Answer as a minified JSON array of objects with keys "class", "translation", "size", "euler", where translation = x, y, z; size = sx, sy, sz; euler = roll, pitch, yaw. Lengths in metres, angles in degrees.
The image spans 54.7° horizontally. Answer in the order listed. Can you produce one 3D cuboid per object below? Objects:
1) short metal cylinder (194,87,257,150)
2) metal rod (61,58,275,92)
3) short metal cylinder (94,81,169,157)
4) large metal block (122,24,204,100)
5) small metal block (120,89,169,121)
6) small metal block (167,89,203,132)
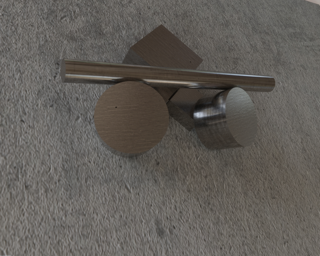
[{"class":"short metal cylinder","translation":[0.091,-0.011,0.427],"size":[0.081,0.050,0.080],"euler":[13,72,-44]},{"class":"metal rod","translation":[0.032,-0.063,0.394],"size":[0.303,0.025,0.025],"euler":[-1,63,-29]},{"class":"short metal cylinder","translation":[-0.034,-0.008,0.357],"size":[0.081,0.050,0.080],"euler":[2,79,-10]},{"class":"large metal block","translation":[0.002,-0.089,0.442],"size":[0.080,0.050,0.080],"euler":[41,51,-1]},{"class":"small metal block","translation":[-0.025,-0.033,0.412],"size":[0.050,0.025,0.050],"euler":[40,50,-1]},{"class":"small metal block","translation":[0.040,-0.031,0.445],"size":[0.050,0.025,0.050],"euler":[40,51,-1]}]
